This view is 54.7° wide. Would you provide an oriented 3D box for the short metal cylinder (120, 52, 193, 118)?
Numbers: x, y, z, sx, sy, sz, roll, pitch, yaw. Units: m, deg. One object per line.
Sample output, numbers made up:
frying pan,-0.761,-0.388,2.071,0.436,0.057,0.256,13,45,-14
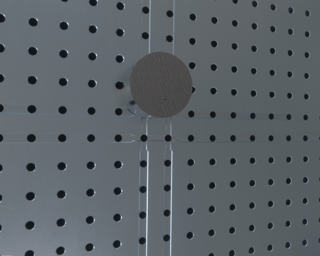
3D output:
short metal cylinder,-0.006,-0.052,0.397,0.081,0.050,0.080,0,90,-20
